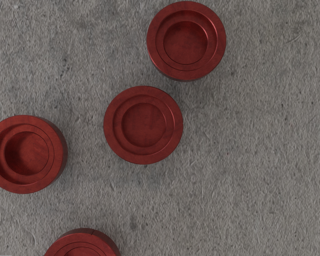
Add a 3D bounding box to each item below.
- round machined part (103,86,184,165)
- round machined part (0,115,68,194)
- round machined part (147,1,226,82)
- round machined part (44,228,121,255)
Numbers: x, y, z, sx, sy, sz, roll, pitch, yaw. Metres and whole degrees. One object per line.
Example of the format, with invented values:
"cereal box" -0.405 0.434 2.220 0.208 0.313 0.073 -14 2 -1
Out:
"round machined part" -0.020 -0.004 0.401 0.099 0.042 0.097 0 90 0
"round machined part" -0.168 0.032 0.400 0.099 0.042 0.097 0 90 0
"round machined part" 0.033 -0.108 0.401 0.099 0.042 0.097 0 90 0
"round machined part" -0.098 0.177 0.401 0.099 0.042 0.097 0 90 0
